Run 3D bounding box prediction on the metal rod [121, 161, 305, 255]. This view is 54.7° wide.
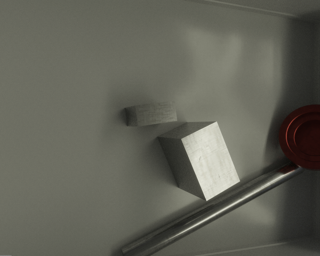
[{"bbox_3d":[0.088,0.113,0.444,0.302,0.025,0.025,-22,98,-19],"label":"metal rod"}]

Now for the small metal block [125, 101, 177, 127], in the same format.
[{"bbox_3d":[-0.013,-0.018,0.394,0.050,0.050,0.025,-9,93,-20],"label":"small metal block"}]

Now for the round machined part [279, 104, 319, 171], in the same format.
[{"bbox_3d":[0.236,0.017,0.472,0.042,0.098,0.098,27,78,-58],"label":"round machined part"}]

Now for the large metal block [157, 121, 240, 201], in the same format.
[{"bbox_3d":[0.047,0.038,0.400,0.050,0.080,0.080,-25,99,-18],"label":"large metal block"}]
